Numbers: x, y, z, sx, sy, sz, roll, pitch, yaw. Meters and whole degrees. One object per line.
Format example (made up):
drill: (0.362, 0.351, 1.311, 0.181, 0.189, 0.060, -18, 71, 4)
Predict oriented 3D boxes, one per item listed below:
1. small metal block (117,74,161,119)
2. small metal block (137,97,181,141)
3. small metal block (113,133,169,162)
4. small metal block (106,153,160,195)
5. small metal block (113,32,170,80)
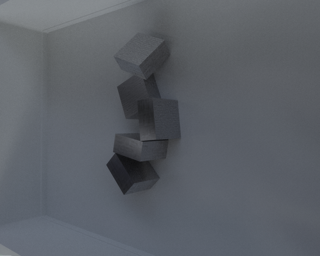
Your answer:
small metal block: (-0.028, -0.045, 0.430, 0.050, 0.025, 0.050, -27, 73, 37)
small metal block: (0.000, -0.010, 0.391, 0.025, 0.050, 0.050, -8, 85, 39)
small metal block: (-0.025, 0.024, 0.412, 0.050, 0.050, 0.025, 14, 99, 39)
small metal block: (-0.036, 0.059, 0.421, 0.025, 0.050, 0.050, -51, 60, 28)
small metal block: (-0.024, -0.096, 0.410, 0.050, 0.025, 0.050, 28, 68, 36)
